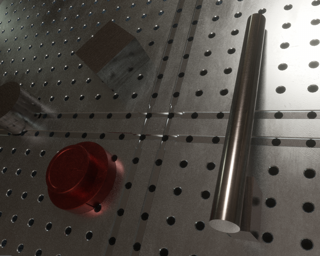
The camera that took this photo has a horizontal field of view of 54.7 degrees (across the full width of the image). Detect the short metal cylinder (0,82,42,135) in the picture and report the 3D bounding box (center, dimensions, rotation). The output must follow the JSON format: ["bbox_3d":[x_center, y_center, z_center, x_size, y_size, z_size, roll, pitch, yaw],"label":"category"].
[{"bbox_3d":[-0.260,-0.035,0.547,0.080,0.050,0.080,-13,56,20],"label":"short metal cylinder"}]

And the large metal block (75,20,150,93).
[{"bbox_3d":[-0.078,-0.117,0.503,0.080,0.050,0.080,-44,51,-3],"label":"large metal block"}]

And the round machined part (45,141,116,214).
[{"bbox_3d":[-0.113,0.061,0.417,0.098,0.042,0.098,-13,56,20],"label":"round machined part"}]

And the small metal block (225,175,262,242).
[{"bbox_3d":[0.081,0.079,0.301,0.025,0.050,0.050,-1,61,27],"label":"small metal block"}]

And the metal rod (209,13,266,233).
[{"bbox_3d":[0.093,-0.034,0.340,0.025,0.025,0.300,-2,49,27],"label":"metal rod"}]
